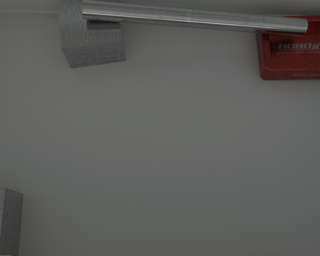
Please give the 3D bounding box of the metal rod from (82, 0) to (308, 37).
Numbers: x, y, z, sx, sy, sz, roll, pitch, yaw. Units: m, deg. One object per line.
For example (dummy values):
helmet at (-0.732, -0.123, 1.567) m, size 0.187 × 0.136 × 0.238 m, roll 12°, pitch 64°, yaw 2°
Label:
metal rod at (0.050, -0.148, 0.421) m, size 0.302 × 0.025 × 0.025 m, roll 3°, pitch 70°, yaw -5°

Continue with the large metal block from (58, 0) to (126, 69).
large metal block at (-0.097, -0.138, 0.446) m, size 0.081 × 0.050 × 0.080 m, roll -9°, pitch 70°, yaw -4°

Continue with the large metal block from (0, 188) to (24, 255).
large metal block at (-0.209, 0.115, 0.352) m, size 0.081 × 0.050 × 0.080 m, roll -4°, pitch 70°, yaw -2°

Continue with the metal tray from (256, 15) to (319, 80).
metal tray at (0.211, -0.116, 0.447) m, size 0.131 × 0.030 × 0.090 m, roll 0°, pitch 70°, yaw 3°
